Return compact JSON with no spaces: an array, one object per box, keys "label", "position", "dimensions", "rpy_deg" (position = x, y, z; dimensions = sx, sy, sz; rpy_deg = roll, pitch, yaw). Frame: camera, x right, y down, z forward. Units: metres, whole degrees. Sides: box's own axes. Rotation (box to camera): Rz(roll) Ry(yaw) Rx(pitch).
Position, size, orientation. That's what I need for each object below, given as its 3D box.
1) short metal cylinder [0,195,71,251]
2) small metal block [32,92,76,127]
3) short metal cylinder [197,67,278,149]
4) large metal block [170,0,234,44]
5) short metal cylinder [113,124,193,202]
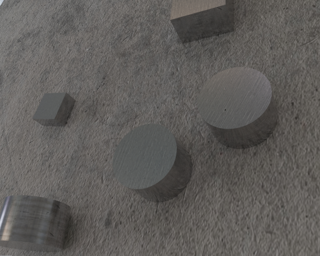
[{"label":"short metal cylinder","position":[-0.154,0.118,0.377],"dimensions":[0.080,0.080,0.050],"rpy_deg":[-9,58,23]},{"label":"small metal block","position":[-0.175,-0.031,0.515],"dimensions":[0.050,0.025,0.050],"rpy_deg":[1,62,28]},{"label":"short metal cylinder","position":[0.089,-0.022,0.355],"dimensions":[0.080,0.050,0.080],"rpy_deg":[-13,56,21]},{"label":"large metal block","position":[0.065,-0.182,0.465],"dimensions":[0.080,0.050,0.080],"rpy_deg":[-7,58,24]},{"label":"short metal cylinder","position":[-0.008,0.042,0.366],"dimensions":[0.080,0.050,0.080],"rpy_deg":[-13,56,21]}]
